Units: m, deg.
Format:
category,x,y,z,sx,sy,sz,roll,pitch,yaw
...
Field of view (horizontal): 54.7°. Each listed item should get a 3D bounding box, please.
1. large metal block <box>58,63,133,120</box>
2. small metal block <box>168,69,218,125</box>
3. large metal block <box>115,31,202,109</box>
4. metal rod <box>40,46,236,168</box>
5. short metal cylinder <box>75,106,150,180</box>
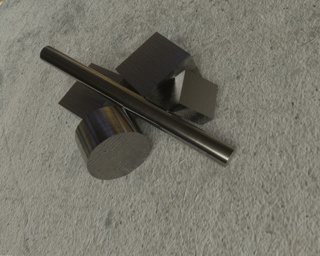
category,x,y,z,sx,sy,sz,roll,pitch,yaw
large metal block,-0.089,-0.041,0.461,0.080,0.050,0.080,28,77,37
small metal block,0.042,-0.038,0.388,0.025,0.050,0.050,-32,40,56
large metal block,-0.002,-0.076,0.434,0.080,0.050,0.080,-43,51,-2
metal rod,-0.043,-0.037,0.398,0.300,0.025,0.025,30,78,21
short metal cylinder,-0.060,0.019,0.389,0.080,0.080,0.050,-38,51,3
